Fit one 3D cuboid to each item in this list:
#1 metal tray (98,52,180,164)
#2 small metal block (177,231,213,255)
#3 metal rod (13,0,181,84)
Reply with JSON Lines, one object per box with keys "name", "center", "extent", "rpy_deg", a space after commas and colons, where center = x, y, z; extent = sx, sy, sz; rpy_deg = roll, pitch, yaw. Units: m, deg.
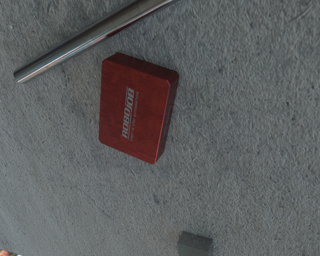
{"name": "metal tray", "center": [-0.032, -0.023, 0.405], "extent": [0.090, 0.030, 0.129], "rpy_deg": [21, 126, 15]}
{"name": "small metal block", "center": [0.058, 0.199, 0.499], "extent": [0.050, 0.025, 0.050], "rpy_deg": [7, 122, 24]}
{"name": "metal rod", "center": [-0.088, -0.112, 0.382], "extent": [0.300, 0.025, 0.025], "rpy_deg": [-16, 111, 34]}
